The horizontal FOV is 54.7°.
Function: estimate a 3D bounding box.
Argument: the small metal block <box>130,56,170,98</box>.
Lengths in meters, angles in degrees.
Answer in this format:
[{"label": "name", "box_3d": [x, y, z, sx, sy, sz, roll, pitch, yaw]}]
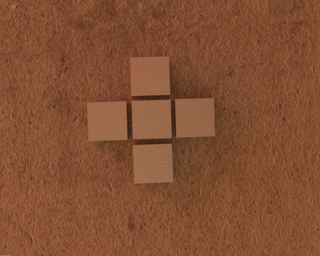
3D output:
[{"label": "small metal block", "box_3d": [-0.013, -0.067, 0.411, 0.050, 0.025, 0.050, -2, 90, -1]}]

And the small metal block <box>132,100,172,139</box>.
[{"label": "small metal block", "box_3d": [-0.011, -0.011, 0.411, 0.050, 0.025, 0.050, -2, 90, -1]}]

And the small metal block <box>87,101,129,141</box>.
[{"label": "small metal block", "box_3d": [-0.068, -0.009, 0.410, 0.050, 0.025, 0.050, -2, 90, -1]}]

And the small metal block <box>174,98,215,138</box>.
[{"label": "small metal block", "box_3d": [0.045, -0.013, 0.412, 0.050, 0.025, 0.050, -2, 90, -1]}]

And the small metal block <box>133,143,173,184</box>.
[{"label": "small metal block", "box_3d": [-0.009, 0.046, 0.411, 0.050, 0.025, 0.050, -2, 90, -1]}]
